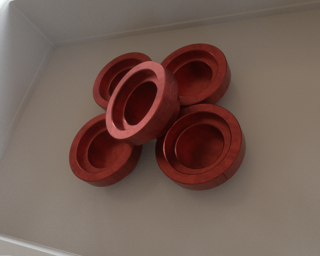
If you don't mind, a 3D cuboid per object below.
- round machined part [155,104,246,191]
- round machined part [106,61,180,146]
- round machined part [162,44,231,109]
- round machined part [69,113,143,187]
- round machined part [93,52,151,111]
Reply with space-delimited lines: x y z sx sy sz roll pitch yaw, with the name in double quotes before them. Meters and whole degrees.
"round machined part" 0.048 0.024 0.352 0.098 0.042 0.098 -13 56 20
"round machined part" -0.016 -0.025 0.360 0.098 0.042 0.098 -25 51 36
"round machined part" 0.044 -0.059 0.405 0.098 0.042 0.098 -13 56 20
"round machined part" -0.066 0.031 0.407 0.098 0.042 0.098 -13 56 20
"round machined part" -0.045 -0.059 0.450 0.098 0.042 0.098 -13 56 20
